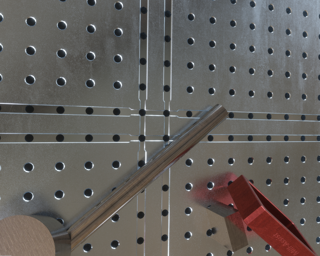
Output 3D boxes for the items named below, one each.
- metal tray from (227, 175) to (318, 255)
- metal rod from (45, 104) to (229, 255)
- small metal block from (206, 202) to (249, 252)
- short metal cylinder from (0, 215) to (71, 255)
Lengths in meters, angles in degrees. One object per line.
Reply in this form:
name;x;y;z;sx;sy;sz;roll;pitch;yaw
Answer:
metal tray;0.158;0.133;0.436;0.130;0.090;0.030;42;102;-16
metal rod;-0.023;0.066;0.405;0.301;0.025;0.025;-39;103;-16
small metal block;0.093;0.138;0.436;0.025;0.050;0.050;-17;96;-19
short metal cylinder;-0.143;0.134;0.331;0.080;0.050;0.080;0;74;2
